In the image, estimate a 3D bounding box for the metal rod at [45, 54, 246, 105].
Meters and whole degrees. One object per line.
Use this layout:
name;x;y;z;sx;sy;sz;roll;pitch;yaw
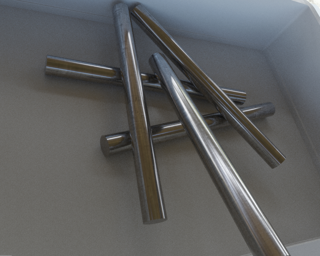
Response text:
metal rod;-0.003;-0.063;0.442;0.302;0.025;0.025;6;59;-25

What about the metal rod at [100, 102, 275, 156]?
metal rod;0.060;-0.005;0.440;0.303;0.025;0.025;-12;68;-33

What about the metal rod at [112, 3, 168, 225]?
metal rod;-0.031;-0.037;0.378;0.025;0.025;0.299;3;60;-27

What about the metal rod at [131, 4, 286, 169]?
metal rod;0.065;-0.062;0.444;0.300;0.025;0.025;48;51;5

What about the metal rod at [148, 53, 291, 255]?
metal rod;0.042;0.003;0.335;0.025;0.025;0.300;3;40;-27
